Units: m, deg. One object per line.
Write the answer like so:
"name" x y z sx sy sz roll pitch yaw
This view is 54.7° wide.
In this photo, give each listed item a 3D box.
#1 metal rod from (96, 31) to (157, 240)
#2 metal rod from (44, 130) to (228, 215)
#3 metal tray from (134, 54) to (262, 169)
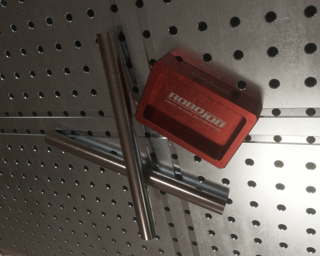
"metal rod" -0.041 0.024 0.422 0.025 0.025 0.298 1 112 27
"metal rod" -0.046 0.062 0.472 0.301 0.025 0.025 19 126 16
"metal tray" 0.042 -0.019 0.373 0.130 0.030 0.089 30 128 8
